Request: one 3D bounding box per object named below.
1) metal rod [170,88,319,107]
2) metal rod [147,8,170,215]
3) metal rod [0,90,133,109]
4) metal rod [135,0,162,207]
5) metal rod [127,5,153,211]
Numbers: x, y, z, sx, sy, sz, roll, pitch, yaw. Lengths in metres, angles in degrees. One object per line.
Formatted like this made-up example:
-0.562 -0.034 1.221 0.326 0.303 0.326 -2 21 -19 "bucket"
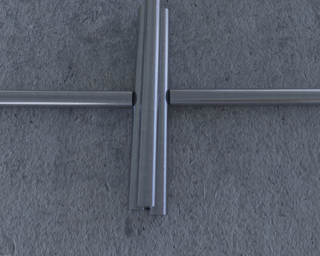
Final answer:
0.164 -0.042 0.427 0.302 0.025 0.025 0 70 -1 "metal rod"
0.000 -0.036 0.423 0.025 0.025 0.299 1 70 0 "metal rod"
-0.188 -0.040 0.421 0.302 0.025 0.025 0 70 -1 "metal rod"
-0.013 -0.050 0.406 0.025 0.025 0.299 1 70 0 "metal rod"
-0.024 -0.041 0.425 0.025 0.025 0.299 1 70 0 "metal rod"
